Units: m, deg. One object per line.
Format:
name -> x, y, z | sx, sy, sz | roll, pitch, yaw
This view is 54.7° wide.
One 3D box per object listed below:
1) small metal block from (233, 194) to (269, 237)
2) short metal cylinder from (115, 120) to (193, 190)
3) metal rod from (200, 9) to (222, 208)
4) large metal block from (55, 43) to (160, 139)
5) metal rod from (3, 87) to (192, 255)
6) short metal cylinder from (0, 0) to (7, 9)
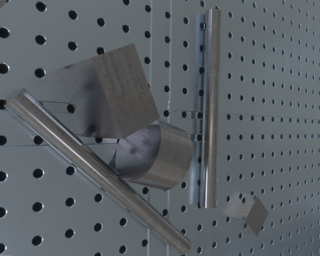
small metal block -> 0.161, 0.153, 0.545 | 0.050, 0.025, 0.050 | -52, 121, -27
short metal cylinder -> -0.008, 0.030, 0.367 | 0.050, 0.080, 0.080 | 24, 75, -38
metal rod -> 0.078, -0.030, 0.474 | 0.025, 0.025, 0.298 | 3, 88, -40
large metal block -> -0.056, -0.036, 0.327 | 0.050, 0.080, 0.080 | -31, 110, -36
metal rod -> -0.052, 0.069, 0.365 | 0.300, 0.025, 0.025 | 49, 61, -29
short metal cylinder -> -0.171, -0.121, 0.250 | 0.081, 0.050, 0.079 | 0, 90, -40
